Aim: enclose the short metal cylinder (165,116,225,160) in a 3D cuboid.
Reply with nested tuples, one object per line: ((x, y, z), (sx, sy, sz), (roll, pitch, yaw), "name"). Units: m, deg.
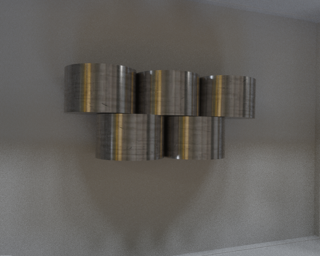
((0.042, 0.011, 0.395), (0.081, 0.080, 0.050), (1, 90, -20), "short metal cylinder")

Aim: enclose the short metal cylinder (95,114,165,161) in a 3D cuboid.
((-0.035, 0.010, 0.366), (0.081, 0.080, 0.050), (1, 90, -20), "short metal cylinder")

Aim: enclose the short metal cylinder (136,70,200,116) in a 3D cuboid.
((0.009, -0.039, 0.382), (0.081, 0.080, 0.050), (1, 90, -20), "short metal cylinder")

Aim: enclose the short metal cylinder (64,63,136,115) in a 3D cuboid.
((-0.068, -0.041, 0.354), (0.081, 0.080, 0.050), (1, 90, -20), "short metal cylinder")

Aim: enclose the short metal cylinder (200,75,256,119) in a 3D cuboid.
((0.085, -0.038, 0.410), (0.081, 0.080, 0.050), (2, 90, -20), "short metal cylinder")
